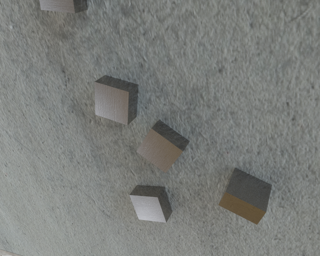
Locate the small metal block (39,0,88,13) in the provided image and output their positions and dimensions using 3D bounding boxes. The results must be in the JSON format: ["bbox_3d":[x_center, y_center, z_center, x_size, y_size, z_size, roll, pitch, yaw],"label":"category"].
[{"bbox_3d":[-0.116,-0.165,0.364,0.050,0.025,0.050,13,124,20],"label":"small metal block"}]

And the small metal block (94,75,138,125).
[{"bbox_3d":[-0.058,-0.037,0.413,0.050,0.025,0.050,18,126,17],"label":"small metal block"}]

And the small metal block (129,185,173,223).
[{"bbox_3d":[-0.014,0.118,0.486,0.050,0.025,0.050,-3,117,29],"label":"small metal block"}]

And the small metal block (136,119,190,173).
[{"bbox_3d":[0.004,0.025,0.419,0.050,0.025,0.050,36,129,3],"label":"small metal block"}]

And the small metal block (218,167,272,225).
[{"bbox_3d":[0.107,0.083,0.385,0.050,0.050,0.025,26,127,12],"label":"small metal block"}]
